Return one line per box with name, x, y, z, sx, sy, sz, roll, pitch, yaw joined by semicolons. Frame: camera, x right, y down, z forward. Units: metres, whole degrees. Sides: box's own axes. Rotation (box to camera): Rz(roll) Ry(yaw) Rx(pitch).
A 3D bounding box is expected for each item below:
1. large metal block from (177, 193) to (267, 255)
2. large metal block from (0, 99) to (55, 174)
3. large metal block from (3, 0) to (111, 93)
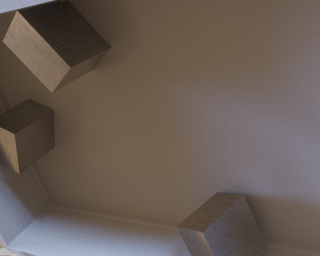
large metal block;0.081;0.141;0.402;0.050;0.081;0.080;-13;105;56
large metal block;-0.217;0.012;0.495;0.050;0.080;0.079;23;127;14
large metal block;-0.121;-0.101;0.375;0.080;0.080;0.050;48;129;-5
